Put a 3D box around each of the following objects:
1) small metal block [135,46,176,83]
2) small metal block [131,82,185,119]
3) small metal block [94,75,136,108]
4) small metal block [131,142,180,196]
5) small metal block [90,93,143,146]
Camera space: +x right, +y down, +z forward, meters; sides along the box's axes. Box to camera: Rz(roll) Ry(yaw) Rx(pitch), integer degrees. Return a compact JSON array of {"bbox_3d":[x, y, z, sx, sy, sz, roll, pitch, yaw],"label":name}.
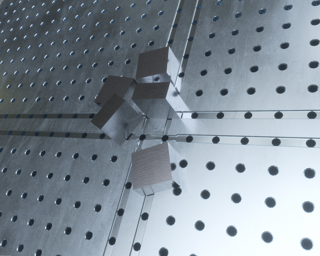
[{"bbox_3d":[-0.006,-0.091,0.466,0.050,0.025,0.050,-8,58,23],"label":"small metal block"},{"bbox_3d":[-0.002,-0.036,0.414,0.050,0.050,0.025,2,63,28],"label":"small metal block"},{"bbox_3d":[-0.064,-0.051,0.471,0.050,0.025,0.050,13,68,33],"label":"small metal block"},{"bbox_3d":[-0.006,0.051,0.379,0.050,0.025,0.050,-18,55,17],"label":"small metal block"},{"bbox_3d":[-0.059,-0.011,0.428,0.025,0.050,0.050,33,80,38],"label":"small metal block"}]
